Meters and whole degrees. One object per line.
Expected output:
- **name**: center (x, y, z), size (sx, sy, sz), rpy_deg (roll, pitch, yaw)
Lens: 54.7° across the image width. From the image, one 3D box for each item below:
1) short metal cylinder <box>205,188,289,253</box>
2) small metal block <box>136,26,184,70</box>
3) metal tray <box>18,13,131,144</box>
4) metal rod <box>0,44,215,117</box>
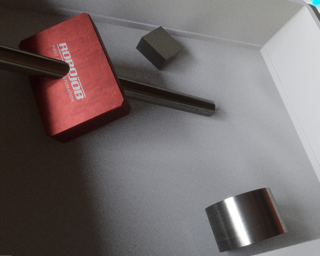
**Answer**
- **short metal cylinder**: center (0.099, 0.107, 0.360), size (0.081, 0.080, 0.050), rpy_deg (-4, 64, -30)
- **small metal block**: center (0.000, -0.125, 0.484), size (0.050, 0.025, 0.050), rpy_deg (44, 51, 2)
- **metal tray**: center (-0.099, -0.059, 0.355), size (0.090, 0.030, 0.130), rpy_deg (-24, 72, 1)
- **metal rod**: center (-0.052, -0.052, 0.386), size (0.302, 0.025, 0.025), rpy_deg (10, 57, -32)
